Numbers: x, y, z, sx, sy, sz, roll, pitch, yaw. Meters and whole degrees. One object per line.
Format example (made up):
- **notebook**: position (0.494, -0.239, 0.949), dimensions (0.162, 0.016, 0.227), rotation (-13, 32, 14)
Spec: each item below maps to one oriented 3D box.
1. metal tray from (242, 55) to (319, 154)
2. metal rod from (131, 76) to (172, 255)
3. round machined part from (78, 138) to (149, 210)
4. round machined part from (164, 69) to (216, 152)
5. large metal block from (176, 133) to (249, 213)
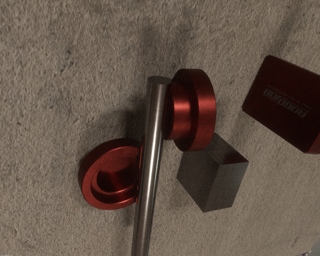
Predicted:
- **metal tray**: position (0.178, -0.035, 0.417), dimensions (0.030, 0.130, 0.089), rotation (7, 115, -32)
- **metal rod**: position (-0.017, 0.080, 0.394), dimensions (0.025, 0.025, 0.298), rotation (-8, 122, -25)
- **round machined part**: position (-0.057, 0.055, 0.400), dimensions (0.099, 0.042, 0.097), rotation (-14, 124, -21)
- **round machined part**: position (0.024, -0.020, 0.363), dimensions (0.042, 0.098, 0.097), rotation (-2, 120, -17)
- **large metal block**: position (0.073, 0.062, 0.451), dimensions (0.050, 0.080, 0.079), rotation (-2, 120, -28)
